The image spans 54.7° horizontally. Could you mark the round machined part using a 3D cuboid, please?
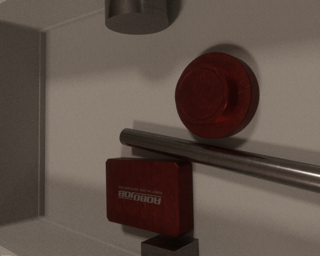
[{"bbox_3d":[0.056,-0.036,0.348,0.098,0.042,0.097,0,90,39],"label":"round machined part"}]

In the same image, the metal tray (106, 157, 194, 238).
[{"bbox_3d":[-0.018,0.087,0.417,0.130,0.030,0.089,-2,89,39],"label":"metal tray"}]

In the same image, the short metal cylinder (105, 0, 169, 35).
[{"bbox_3d":[-0.029,-0.156,0.393,0.080,0.081,0.050,-2,89,39],"label":"short metal cylinder"}]

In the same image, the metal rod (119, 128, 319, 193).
[{"bbox_3d":[0.066,0.033,0.350,0.300,0.025,0.025,10,97,39],"label":"metal rod"}]

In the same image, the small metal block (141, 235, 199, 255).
[{"bbox_3d":[0.013,0.150,0.378,0.050,0.050,0.025,-2,89,39],"label":"small metal block"}]
